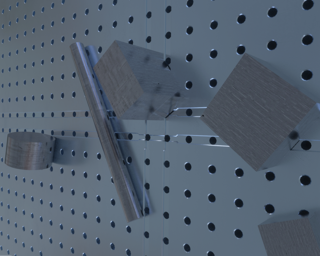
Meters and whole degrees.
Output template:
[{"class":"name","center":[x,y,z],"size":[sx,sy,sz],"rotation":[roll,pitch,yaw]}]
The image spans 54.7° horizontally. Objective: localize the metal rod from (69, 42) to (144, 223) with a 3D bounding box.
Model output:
[{"class":"metal rod","center":[-0.087,-0.004,0.478],"size":[0.025,0.025,0.299],"rotation":[-34,69,34]}]

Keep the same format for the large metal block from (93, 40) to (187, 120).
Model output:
[{"class":"large metal block","center":[-0.025,-0.057,0.392],"size":[0.050,0.081,0.080],"rotation":[-42,65,32]}]

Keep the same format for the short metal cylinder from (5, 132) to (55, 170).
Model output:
[{"class":"short metal cylinder","center":[-0.236,0.040,0.565],"size":[0.080,0.081,0.050],"rotation":[17,101,38]}]

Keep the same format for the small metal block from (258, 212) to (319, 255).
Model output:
[{"class":"small metal block","center":[0.131,0.113,0.301],"size":[0.050,0.025,0.050],"rotation":[-25,75,37]}]

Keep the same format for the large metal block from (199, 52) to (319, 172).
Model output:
[{"class":"large metal block","center":[0.101,-0.016,0.309],"size":[0.080,0.050,0.080],"rotation":[47,118,29]}]
